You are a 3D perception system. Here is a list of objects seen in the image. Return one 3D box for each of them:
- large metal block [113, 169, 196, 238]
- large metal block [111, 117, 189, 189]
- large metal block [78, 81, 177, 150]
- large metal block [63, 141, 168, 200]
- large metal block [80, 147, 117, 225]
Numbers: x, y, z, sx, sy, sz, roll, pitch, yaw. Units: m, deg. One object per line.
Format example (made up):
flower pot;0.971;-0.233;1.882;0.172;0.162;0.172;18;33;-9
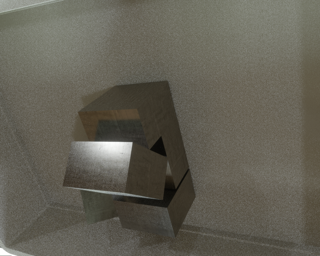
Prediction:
large metal block;-0.005;0.098;0.432;0.080;0.080;0.050;1;119;27
large metal block;-0.014;0.032;0.419;0.080;0.050;0.080;-1;118;28
large metal block;-0.036;-0.016;0.378;0.080;0.080;0.050;-1;118;28
large metal block;-0.047;0.049;0.352;0.080;0.080;0.050;-1;73;28
large metal block;-0.092;0.079;0.456;0.050;0.080;0.079;-11;123;-15
